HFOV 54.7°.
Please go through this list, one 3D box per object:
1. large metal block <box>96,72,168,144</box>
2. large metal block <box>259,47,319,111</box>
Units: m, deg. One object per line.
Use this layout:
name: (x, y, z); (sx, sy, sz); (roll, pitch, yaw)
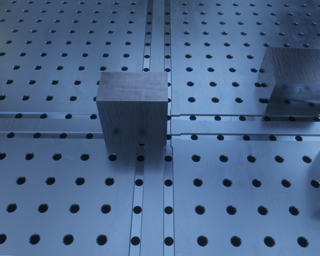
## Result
large metal block: (-0.031, -0.024, 0.391); (0.081, 0.080, 0.050); (0, 50, 0)
large metal block: (0.197, -0.073, 0.455); (0.080, 0.050, 0.080); (3, 50, 2)
